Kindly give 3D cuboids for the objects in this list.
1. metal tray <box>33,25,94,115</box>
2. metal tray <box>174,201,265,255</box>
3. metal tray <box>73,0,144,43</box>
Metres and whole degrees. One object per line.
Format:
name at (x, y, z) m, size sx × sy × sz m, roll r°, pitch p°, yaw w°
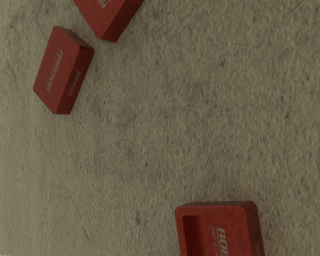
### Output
metal tray at (-0.171, -0.099, 0.540) m, size 0.090 × 0.030 × 0.129 m, roll 41°, pitch 115°, yaw 32°
metal tray at (0.069, 0.150, 0.343) m, size 0.090 × 0.030 × 0.129 m, roll -13°, pitch 82°, yaw 39°
metal tray at (-0.086, -0.206, 0.470) m, size 0.090 × 0.030 × 0.130 m, roll -48°, pitch 62°, yaw 29°
